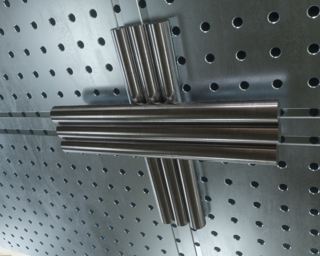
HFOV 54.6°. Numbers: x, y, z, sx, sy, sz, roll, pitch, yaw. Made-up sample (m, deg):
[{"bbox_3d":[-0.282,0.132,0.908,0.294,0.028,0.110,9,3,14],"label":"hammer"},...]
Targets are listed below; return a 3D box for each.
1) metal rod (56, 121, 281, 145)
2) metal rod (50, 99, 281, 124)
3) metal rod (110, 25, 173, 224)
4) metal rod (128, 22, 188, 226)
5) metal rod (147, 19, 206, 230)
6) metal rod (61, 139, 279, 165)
[{"bbox_3d":[-0.010,0.004,0.387,0.300,0.025,0.025,1,119,28],"label":"metal rod"},{"bbox_3d":[-0.015,-0.018,0.376,0.300,0.025,0.025,1,119,28],"label":"metal rod"},{"bbox_3d":[-0.016,0.013,0.429,0.025,0.025,0.298,2,119,27],"label":"metal rod"},{"bbox_3d":[0.005,0.013,0.417,0.025,0.025,0.298,2,119,27],"label":"metal rod"},{"bbox_3d":[0.028,0.014,0.406,0.025,0.025,0.298,2,119,27],"label":"metal rod"},{"bbox_3d":[-0.008,0.026,0.399,0.300,0.025,0.025,1,119,28],"label":"metal rod"}]
